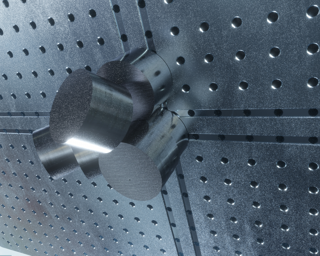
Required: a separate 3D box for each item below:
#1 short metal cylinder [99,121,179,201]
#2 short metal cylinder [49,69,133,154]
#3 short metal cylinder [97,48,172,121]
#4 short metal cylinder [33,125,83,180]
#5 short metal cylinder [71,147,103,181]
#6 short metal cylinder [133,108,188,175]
[{"bbox_3d":[-0.024,0.038,0.364,0.080,0.050,0.079,13,124,21],"label":"short metal cylinder"},{"bbox_3d":[-0.074,-0.017,0.331,0.080,0.080,0.050,-26,147,37],"label":"short metal cylinder"},{"bbox_3d":[-0.032,-0.052,0.379,0.080,0.050,0.079,13,124,21],"label":"short metal cylinder"},{"bbox_3d":[-0.147,0.030,0.463,0.050,0.080,0.080,-24,111,-8],"label":"short metal cylinder"},{"bbox_3d":[-0.088,0.026,0.429,0.050,0.080,0.080,-24,111,-7],"label":"short metal cylinder"},{"bbox_3d":[-0.009,0.019,0.411,0.080,0.050,0.079,13,124,21],"label":"short metal cylinder"}]
